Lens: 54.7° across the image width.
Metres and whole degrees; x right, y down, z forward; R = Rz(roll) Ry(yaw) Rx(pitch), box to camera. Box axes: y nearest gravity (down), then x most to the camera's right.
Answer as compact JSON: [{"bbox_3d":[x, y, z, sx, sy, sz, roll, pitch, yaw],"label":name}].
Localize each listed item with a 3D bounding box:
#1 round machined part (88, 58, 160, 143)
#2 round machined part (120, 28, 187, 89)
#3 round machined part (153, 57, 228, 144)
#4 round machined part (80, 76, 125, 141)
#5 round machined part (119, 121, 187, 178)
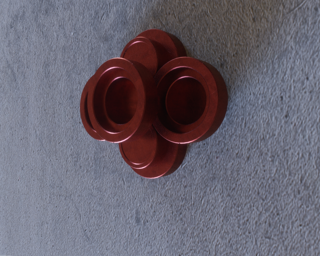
[{"bbox_3d":[-0.039,-0.032,0.371,0.098,0.042,0.097,0,91,39],"label":"round machined part"},{"bbox_3d":[-0.016,-0.081,0.406,0.098,0.042,0.097,0,90,39],"label":"round machined part"},{"bbox_3d":[0.036,-0.031,0.364,0.098,0.042,0.097,0,90,39],"label":"round machined part"},{"bbox_3d":[-0.069,-0.031,0.450,0.098,0.042,0.097,0,90,39],"label":"round machined part"},{"bbox_3d":[-0.016,0.018,0.407,0.098,0.042,0.097,0,90,39],"label":"round machined part"}]
